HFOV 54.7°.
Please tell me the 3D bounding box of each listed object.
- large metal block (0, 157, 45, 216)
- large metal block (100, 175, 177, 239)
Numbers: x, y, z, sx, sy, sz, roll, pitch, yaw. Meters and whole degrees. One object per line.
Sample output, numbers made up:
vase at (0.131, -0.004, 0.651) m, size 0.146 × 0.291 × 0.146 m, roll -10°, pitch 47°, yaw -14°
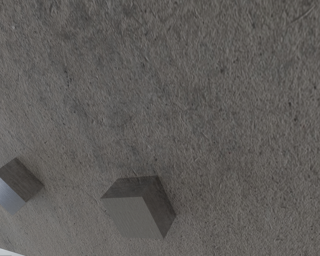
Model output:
large metal block at (-0.291, 0.117, 0.617) m, size 0.080 × 0.050 × 0.080 m, roll 47°, pitch 129°, yaw -5°
large metal block at (-0.032, 0.124, 0.485) m, size 0.080 × 0.050 × 0.080 m, roll -11°, pitch 113°, yaw 32°
